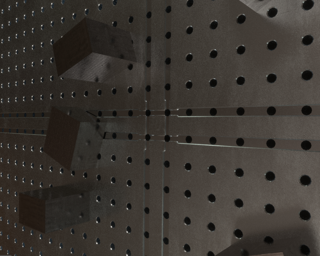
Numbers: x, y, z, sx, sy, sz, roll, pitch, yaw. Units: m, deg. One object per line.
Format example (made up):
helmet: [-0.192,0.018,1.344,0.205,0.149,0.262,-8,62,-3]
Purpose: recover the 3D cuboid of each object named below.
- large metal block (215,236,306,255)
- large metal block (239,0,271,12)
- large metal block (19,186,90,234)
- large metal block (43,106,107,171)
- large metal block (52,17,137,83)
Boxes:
large metal block: [0.105,0.160,0.305,0.080,0.050,0.080,-25,74,37]
large metal block: [0.082,-0.173,0.305,0.050,0.081,0.080,-36,68,34]
large metal block: [-0.175,0.132,0.515,0.080,0.081,0.050,1,91,39]
large metal block: [-0.140,0.015,0.506,0.080,0.050,0.079,25,106,37]
large metal block: [-0.094,-0.108,0.449,0.080,0.081,0.050,-21,77,38]
